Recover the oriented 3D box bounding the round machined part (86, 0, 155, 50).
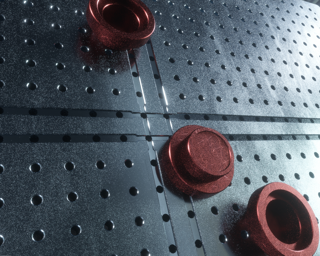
[{"bbox_3d":[-0.061,-0.155,0.459,0.099,0.042,0.098,13,56,-21],"label":"round machined part"}]

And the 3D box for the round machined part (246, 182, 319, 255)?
[{"bbox_3d":[0.153,0.123,0.403,0.099,0.042,0.098,13,56,-21],"label":"round machined part"}]

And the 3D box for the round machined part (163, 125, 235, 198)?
[{"bbox_3d":[0.057,0.038,0.404,0.099,0.042,0.098,13,56,-21],"label":"round machined part"}]
